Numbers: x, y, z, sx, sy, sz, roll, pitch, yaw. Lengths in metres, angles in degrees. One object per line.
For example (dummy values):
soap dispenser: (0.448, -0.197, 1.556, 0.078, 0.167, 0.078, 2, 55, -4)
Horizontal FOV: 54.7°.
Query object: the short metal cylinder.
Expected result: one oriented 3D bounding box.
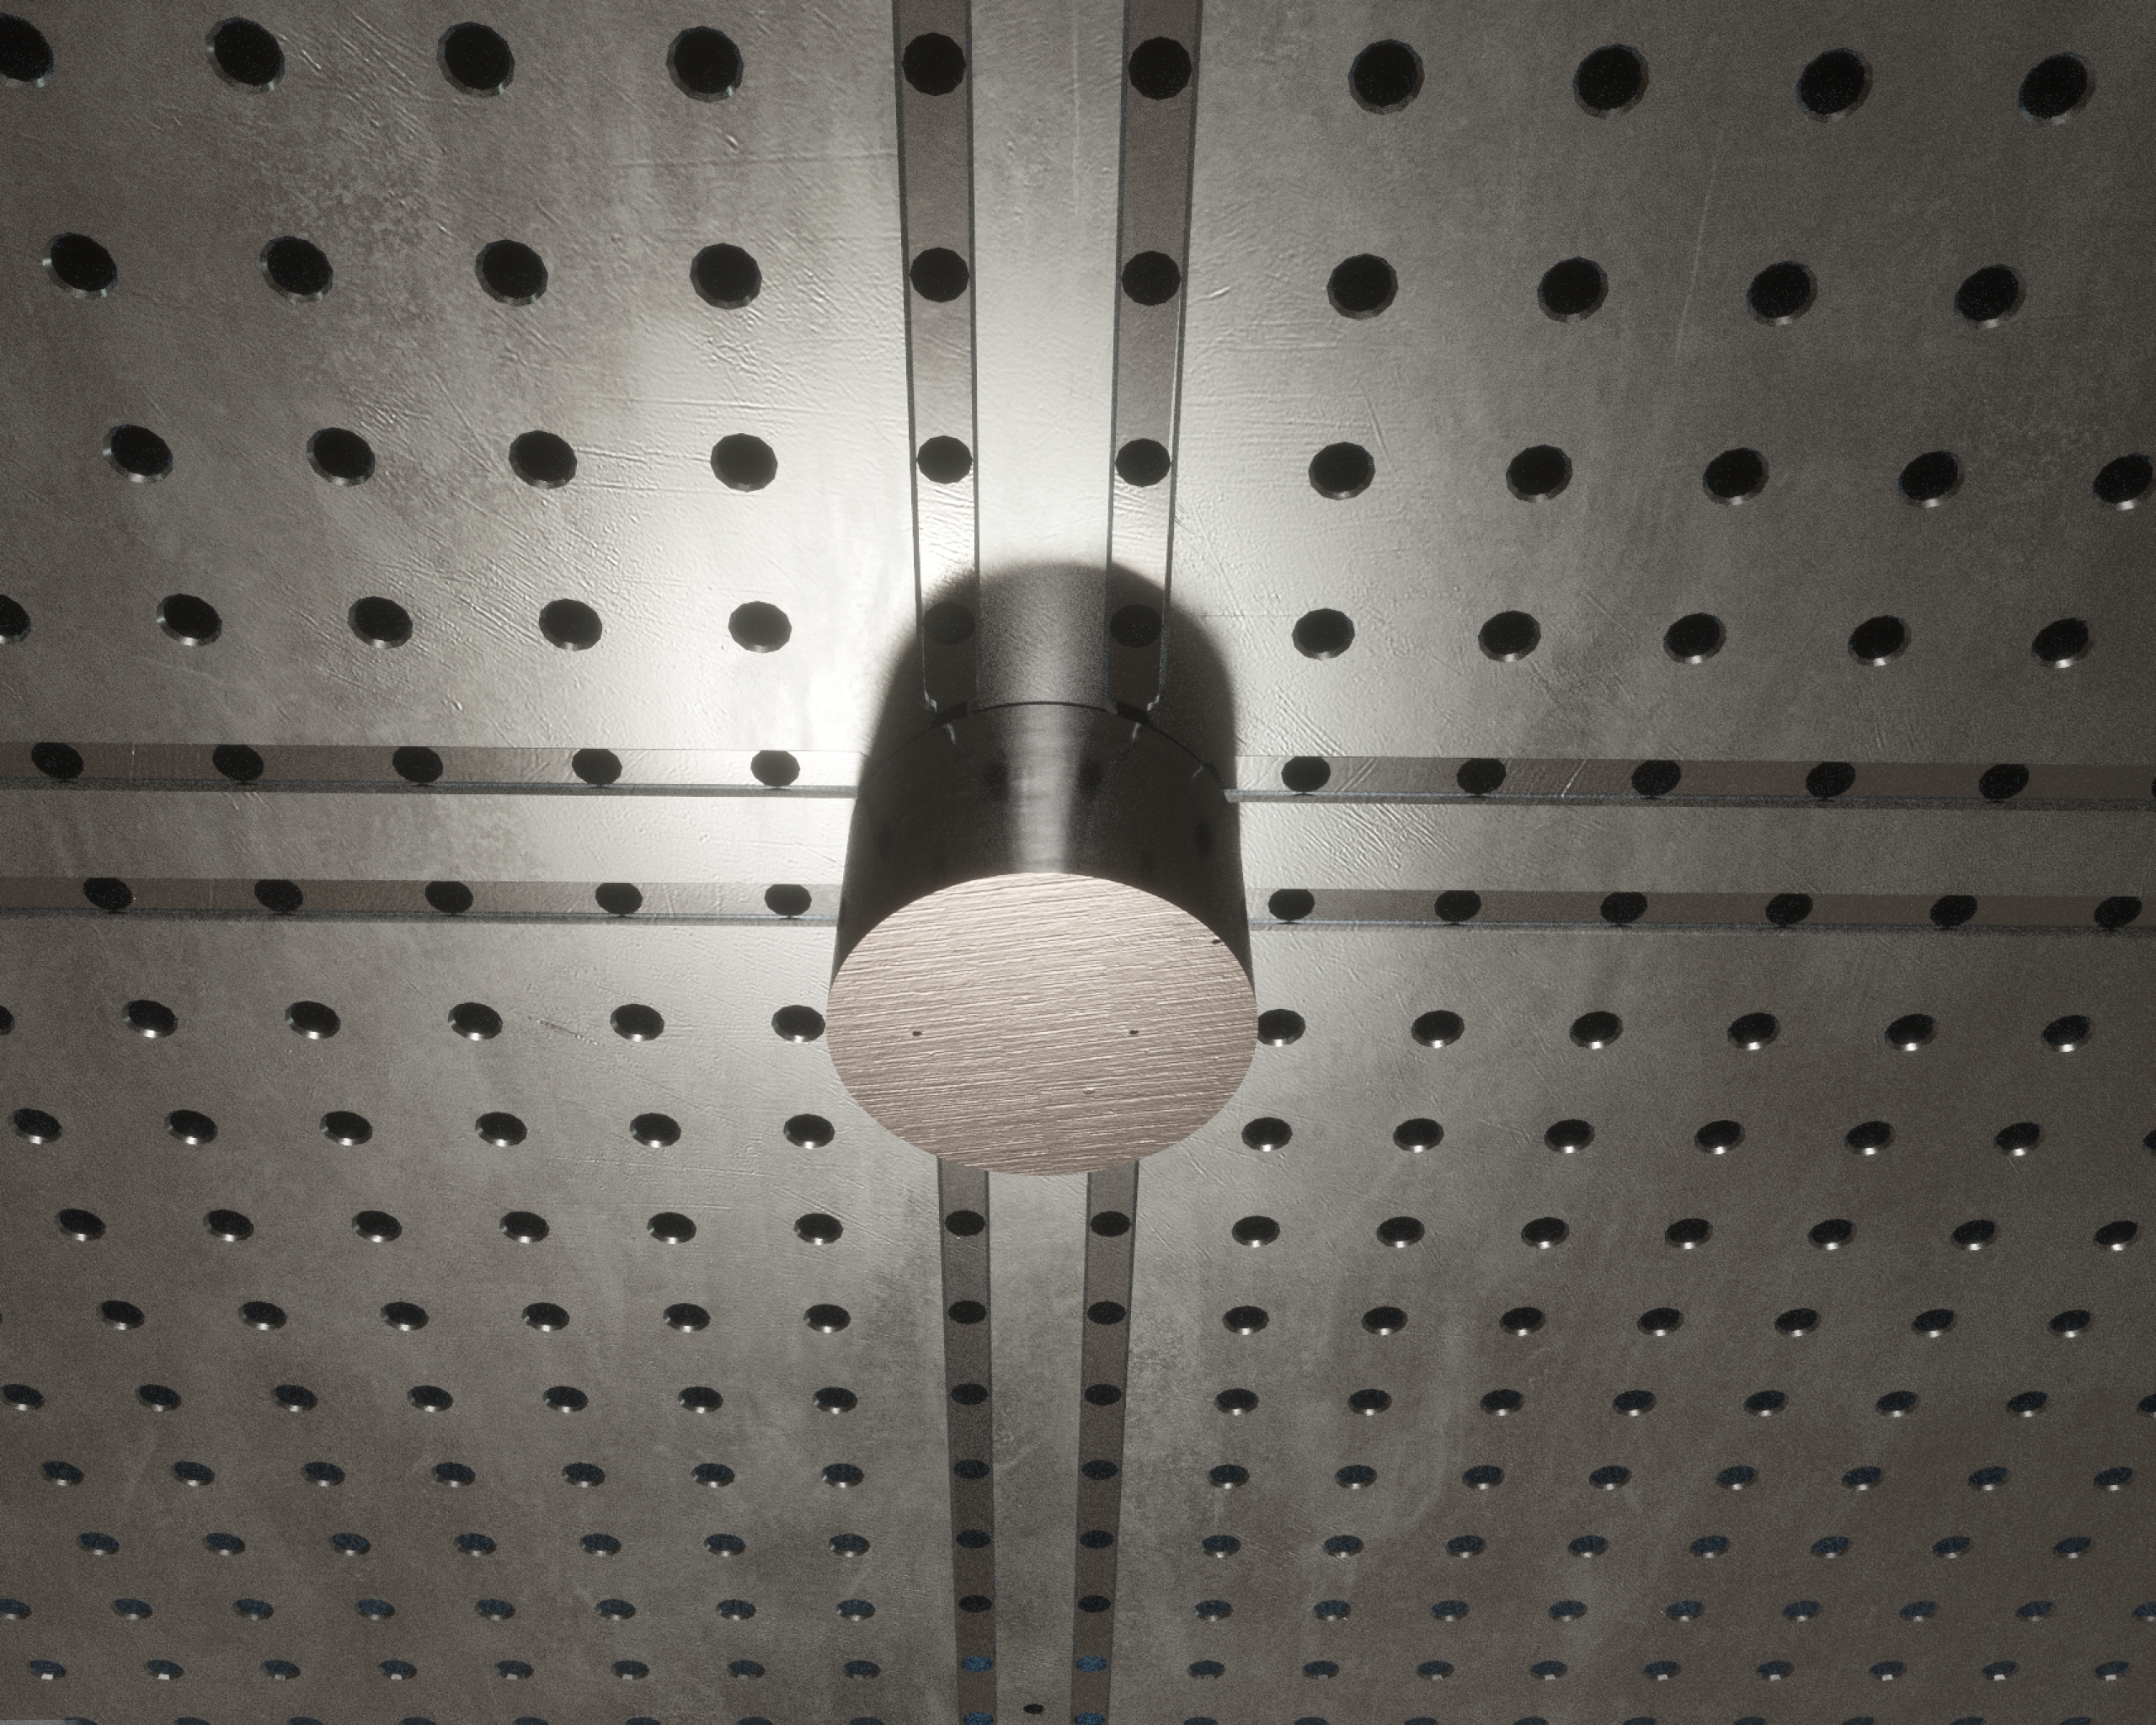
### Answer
short metal cylinder: (-0.007, 0.016, 0.408, 0.081, 0.050, 0.079, 0, 130, 0)
